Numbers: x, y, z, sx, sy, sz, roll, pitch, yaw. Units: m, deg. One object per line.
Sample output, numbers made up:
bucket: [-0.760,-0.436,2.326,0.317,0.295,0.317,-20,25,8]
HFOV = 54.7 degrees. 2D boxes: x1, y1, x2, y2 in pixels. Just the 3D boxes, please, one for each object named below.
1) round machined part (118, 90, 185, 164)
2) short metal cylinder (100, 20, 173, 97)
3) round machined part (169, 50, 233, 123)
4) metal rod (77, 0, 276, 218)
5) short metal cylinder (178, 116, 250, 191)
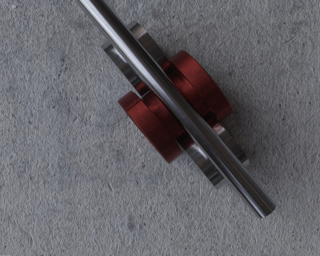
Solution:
round machined part: [-0.004,-0.007,0.373,0.042,0.098,0.098,-39,91,-4]
short metal cylinder: [-0.028,-0.084,0.383,0.050,0.080,0.080,-39,91,0]
round machined part: [0.040,-0.043,0.375,0.042,0.098,0.098,-39,90,5]
metal rod: [0.018,-0.026,0.332,0.025,0.025,0.300,-40,91,0]
short metal cylinder: [0.065,0.030,0.384,0.050,0.080,0.080,-39,91,0]
